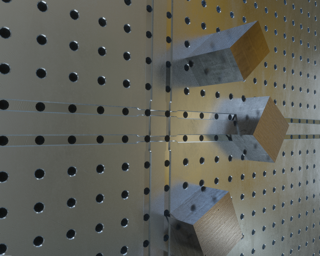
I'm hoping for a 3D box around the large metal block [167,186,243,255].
[{"bbox_3d":[0.067,0.143,0.448,0.081,0.050,0.080,-31,109,-36],"label":"large metal block"}]

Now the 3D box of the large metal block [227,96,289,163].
[{"bbox_3d":[0.171,0.003,0.534,0.080,0.050,0.080,45,63,-31],"label":"large metal block"}]

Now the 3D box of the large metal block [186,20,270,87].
[{"bbox_3d":[0.100,-0.107,0.455,0.080,0.080,0.050,-45,117,-30],"label":"large metal block"}]
